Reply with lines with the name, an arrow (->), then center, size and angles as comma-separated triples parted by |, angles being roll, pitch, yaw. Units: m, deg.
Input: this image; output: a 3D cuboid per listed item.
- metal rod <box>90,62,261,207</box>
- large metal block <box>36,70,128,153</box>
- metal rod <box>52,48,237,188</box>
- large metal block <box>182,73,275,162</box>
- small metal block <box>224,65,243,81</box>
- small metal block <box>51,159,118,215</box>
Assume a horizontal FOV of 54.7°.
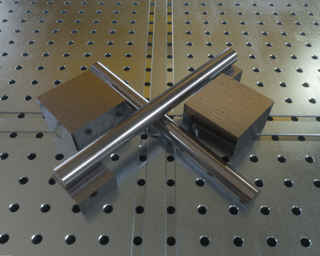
metal rod -> 0.002, -0.007, 0.412 | 0.025, 0.025, 0.300 | -35, 59, -26
large metal block -> -0.100, -0.021, 0.408 | 0.080, 0.050, 0.080 | -36, 59, -26
metal rod -> 0.000, -0.028, 0.398 | 0.025, 0.025, 0.302 | 37, 59, 27
large metal block -> 0.087, -0.016, 0.406 | 0.080, 0.050, 0.080 | 36, 58, 26
small metal block -> 0.089, -0.080, 0.476 | 0.050, 0.025, 0.050 | -37, 59, -27
small metal block -> -0.086, 0.061, 0.356 | 0.050, 0.025, 0.050 | 37, 59, 27
